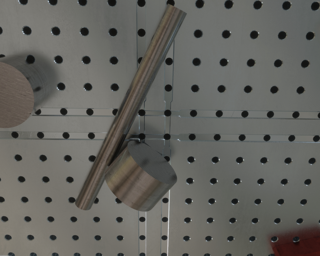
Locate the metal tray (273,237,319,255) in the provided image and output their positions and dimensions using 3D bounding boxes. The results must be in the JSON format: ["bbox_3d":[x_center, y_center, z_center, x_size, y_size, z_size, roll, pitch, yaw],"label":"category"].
[{"bbox_3d":[0.243,0.244,0.504,0.090,0.030,0.129,-15,110,5],"label":"metal tray"}]

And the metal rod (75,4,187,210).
[{"bbox_3d":[-0.046,-0.014,0.407,0.025,0.025,0.298,25,108,-9],"label":"metal rod"}]

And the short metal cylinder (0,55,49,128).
[{"bbox_3d":[-0.186,-0.046,0.381,0.081,0.050,0.079,0,110,-1],"label":"short metal cylinder"}]

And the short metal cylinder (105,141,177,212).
[{"bbox_3d":[-0.025,0.062,0.407,0.080,0.080,0.050,36,106,-13],"label":"short metal cylinder"}]
